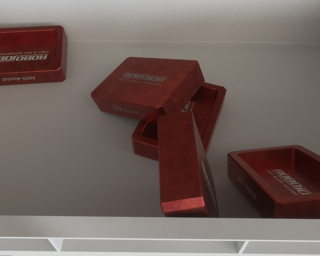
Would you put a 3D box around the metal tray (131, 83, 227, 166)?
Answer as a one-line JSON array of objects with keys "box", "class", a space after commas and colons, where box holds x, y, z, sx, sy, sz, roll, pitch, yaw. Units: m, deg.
[{"box": [0.029, -0.012, 0.411, 0.090, 0.030, 0.130, 16, 52, 13], "class": "metal tray"}]

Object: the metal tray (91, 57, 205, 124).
[{"box": [-0.019, -0.054, 0.411, 0.130, 0.030, 0.090, 14, 54, 39], "class": "metal tray"}]

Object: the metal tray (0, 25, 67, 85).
[{"box": [-0.215, -0.113, 0.482, 0.131, 0.030, 0.090, -4, 63, -4], "class": "metal tray"}]

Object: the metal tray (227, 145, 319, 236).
[{"box": [0.131, 0.053, 0.311, 0.091, 0.030, 0.130, -6, 14, -5], "class": "metal tray"}]

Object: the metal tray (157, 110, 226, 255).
[{"box": [0.031, 0.058, 0.286, 0.030, 0.130, 0.090, -12, 49, 11], "class": "metal tray"}]
